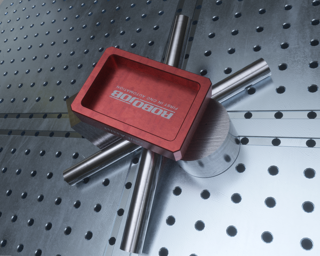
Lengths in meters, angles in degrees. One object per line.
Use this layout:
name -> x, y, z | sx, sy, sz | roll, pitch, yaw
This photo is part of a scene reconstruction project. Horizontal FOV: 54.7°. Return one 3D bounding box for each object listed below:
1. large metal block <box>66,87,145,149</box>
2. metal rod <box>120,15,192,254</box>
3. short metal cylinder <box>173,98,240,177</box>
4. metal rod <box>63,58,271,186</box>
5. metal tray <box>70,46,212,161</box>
large metal block -> -0.065, -0.020, 0.417 | 0.080, 0.080, 0.050 | -30, 52, 9
metal rod -> 0.000, -0.005, 0.381 | 0.025, 0.025, 0.299 | 4, 73, 29
short metal cylinder -> 0.047, 0.011, 0.359 | 0.080, 0.050, 0.080 | -13, 56, 20
metal rod -> 0.003, -0.004, 0.408 | 0.301, 0.025, 0.025 | -29, 52, 9
metal tray -> -0.019, -0.030, 0.342 | 0.130, 0.030, 0.090 | 22, 72, 16
